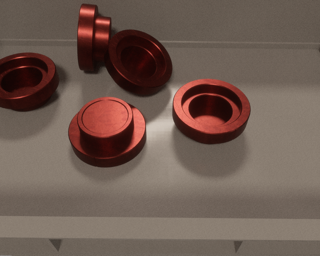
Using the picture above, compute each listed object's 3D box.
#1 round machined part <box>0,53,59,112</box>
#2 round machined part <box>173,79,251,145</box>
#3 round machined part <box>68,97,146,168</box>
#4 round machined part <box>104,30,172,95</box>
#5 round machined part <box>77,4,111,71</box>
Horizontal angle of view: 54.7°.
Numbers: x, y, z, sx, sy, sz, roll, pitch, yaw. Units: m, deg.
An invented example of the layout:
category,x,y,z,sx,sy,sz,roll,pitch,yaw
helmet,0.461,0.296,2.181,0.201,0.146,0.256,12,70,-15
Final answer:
category,x,y,z,sx,sy,sz,roll,pitch,yaw
round machined part,-0.194,-0.062,0.443,0.099,0.042,0.098,0,50,0
round machined part,0.066,-0.017,0.409,0.099,0.042,0.098,0,50,0
round machined part,-0.067,-0.002,0.395,0.099,0.042,0.098,0,50,0
round machined part,-0.035,-0.091,0.453,0.099,0.042,0.098,13,60,-24
round machined part,-0.097,-0.135,0.471,0.042,0.097,0.098,4,50,-8
